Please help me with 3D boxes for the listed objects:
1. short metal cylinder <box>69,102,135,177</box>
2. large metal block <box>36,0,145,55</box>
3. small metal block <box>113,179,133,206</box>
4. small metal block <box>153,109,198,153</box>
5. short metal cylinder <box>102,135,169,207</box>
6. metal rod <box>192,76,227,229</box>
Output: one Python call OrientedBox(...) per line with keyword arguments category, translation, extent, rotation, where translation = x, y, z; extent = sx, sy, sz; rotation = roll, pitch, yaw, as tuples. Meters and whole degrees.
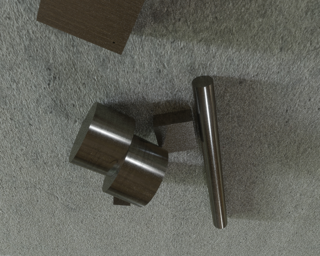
OrientedBox(category="short metal cylinder", translation=(-0.072, 0.014, 0.382), extent=(0.050, 0.080, 0.080), rotation=(25, 126, -19))
OrientedBox(category="large metal block", translation=(-0.057, -0.126, 0.283), extent=(0.080, 0.050, 0.079), rotation=(20, 127, -16))
OrientedBox(category="small metal block", translation=(-0.053, 0.079, 0.457), extent=(0.025, 0.050, 0.050), rotation=(5, 130, -4))
OrientedBox(category="small metal block", translation=(0.021, 0.006, 0.412), extent=(0.050, 0.025, 0.050), rotation=(-9, 130, 7))
OrientedBox(category="short metal cylinder", translation=(-0.032, 0.052, 0.390), extent=(0.050, 0.080, 0.080), rotation=(27, 125, -15))
OrientedBox(category="metal rod", translation=(0.078, 0.057, 0.456), extent=(0.025, 0.025, 0.298), rotation=(-9, 130, 7))
